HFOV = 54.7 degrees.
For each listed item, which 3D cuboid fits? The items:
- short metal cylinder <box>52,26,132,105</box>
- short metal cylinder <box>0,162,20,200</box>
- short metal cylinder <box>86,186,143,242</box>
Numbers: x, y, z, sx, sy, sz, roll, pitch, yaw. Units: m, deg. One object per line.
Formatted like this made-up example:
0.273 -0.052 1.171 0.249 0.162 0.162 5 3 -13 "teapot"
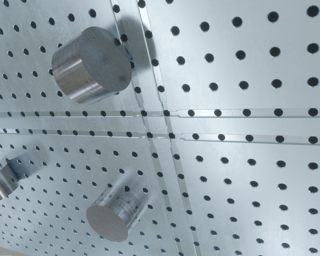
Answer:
-0.080 -0.073 0.373 0.050 0.080 0.080 -19 109 35 "short metal cylinder"
-0.332 0.110 0.619 0.080 0.080 0.050 -10 113 32 "short metal cylinder"
-0.077 0.145 0.526 0.080 0.050 0.079 13 124 21 "short metal cylinder"
